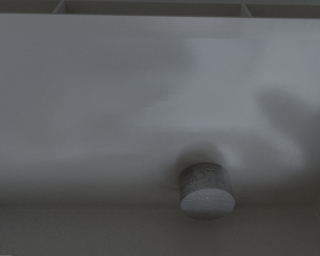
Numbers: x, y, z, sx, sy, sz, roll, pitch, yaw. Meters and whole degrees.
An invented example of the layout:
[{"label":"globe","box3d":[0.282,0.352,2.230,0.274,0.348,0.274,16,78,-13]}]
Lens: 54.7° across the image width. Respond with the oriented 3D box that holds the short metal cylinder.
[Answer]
[{"label":"short metal cylinder","box3d":[0.071,0.099,0.478,0.081,0.050,0.079,0,130,0]}]
